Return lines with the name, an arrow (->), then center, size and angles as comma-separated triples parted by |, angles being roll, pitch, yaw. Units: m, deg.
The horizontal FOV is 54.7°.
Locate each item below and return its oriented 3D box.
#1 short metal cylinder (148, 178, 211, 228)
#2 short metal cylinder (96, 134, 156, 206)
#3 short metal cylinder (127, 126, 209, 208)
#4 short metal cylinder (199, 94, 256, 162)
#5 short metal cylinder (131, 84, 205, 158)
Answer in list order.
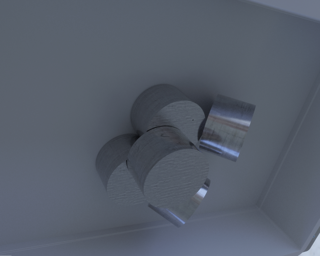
short metal cylinder -> 0.027, 0.091, 0.435 | 0.050, 0.080, 0.080 | 35, 101, 2
short metal cylinder -> -0.038, 0.055, 0.406 | 0.081, 0.050, 0.079 | -14, 125, -21
short metal cylinder -> 0.009, 0.045, 0.358 | 0.081, 0.050, 0.079 | -14, 125, -21
short metal cylinder -> 0.090, 0.000, 0.415 | 0.080, 0.050, 0.080 | 18, 91, -77
short metal cylinder -> 0.010, -0.009, 0.391 | 0.081, 0.050, 0.079 | -14, 125, -21
